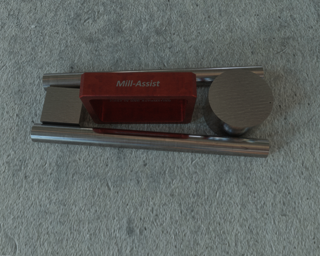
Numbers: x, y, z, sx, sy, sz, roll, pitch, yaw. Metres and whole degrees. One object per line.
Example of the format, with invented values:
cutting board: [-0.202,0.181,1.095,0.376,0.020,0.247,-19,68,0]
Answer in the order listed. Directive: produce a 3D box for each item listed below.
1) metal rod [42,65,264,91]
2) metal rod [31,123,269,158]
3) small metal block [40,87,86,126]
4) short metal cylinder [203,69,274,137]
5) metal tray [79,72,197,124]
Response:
metal rod: [-0.008,-0.070,0.435,0.302,0.025,0.025,-2,70,-1]
metal rod: [-0.013,0.016,0.403,0.302,0.025,0.025,4,70,1]
small metal block: [-0.128,-0.027,0.419,0.050,0.025,0.050,4,70,1]
short metal cylinder: [0.100,-0.030,0.407,0.081,0.050,0.080,0,70,0]
metal tray: [-0.024,-0.034,0.386,0.131,0.090,0.030,0,70,0]
